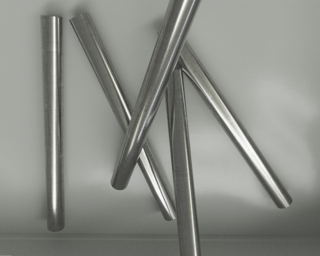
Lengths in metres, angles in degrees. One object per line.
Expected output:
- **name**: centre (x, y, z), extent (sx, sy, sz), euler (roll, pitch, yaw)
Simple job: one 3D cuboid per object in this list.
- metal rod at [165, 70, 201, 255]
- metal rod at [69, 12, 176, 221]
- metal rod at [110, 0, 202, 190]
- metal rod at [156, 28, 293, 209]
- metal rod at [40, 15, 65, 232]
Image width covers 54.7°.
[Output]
- **metal rod**: centre (0.030, 0.078, 0.375), extent (0.025, 0.025, 0.298), euler (-5, 85, 2)
- **metal rod**: centre (-0.039, -0.001, 0.410), extent (0.025, 0.025, 0.299), euler (-21, 109, 7)
- **metal rod**: centre (-0.015, -0.023, 0.340), extent (0.025, 0.025, 0.298), euler (17, 133, -7)
- **metal rod**: centre (0.094, -0.006, 0.409), extent (0.025, 0.025, 0.300), euler (-34, 107, 12)
- **metal rod**: centre (-0.141, 0.008, 0.412), extent (0.025, 0.025, 0.298), euler (5, 110, -2)
